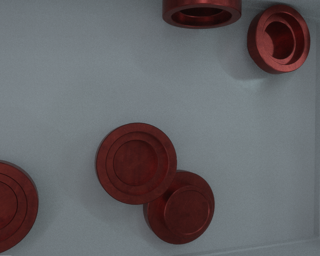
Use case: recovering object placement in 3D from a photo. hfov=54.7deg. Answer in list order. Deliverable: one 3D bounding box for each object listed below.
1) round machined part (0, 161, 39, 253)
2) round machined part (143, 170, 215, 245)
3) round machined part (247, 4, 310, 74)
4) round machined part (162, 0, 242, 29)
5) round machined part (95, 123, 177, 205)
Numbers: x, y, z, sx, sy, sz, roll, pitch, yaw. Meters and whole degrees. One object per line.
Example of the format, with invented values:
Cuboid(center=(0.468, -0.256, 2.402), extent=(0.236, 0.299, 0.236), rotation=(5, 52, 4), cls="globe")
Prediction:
Cuboid(center=(-0.184, 0.082, 0.334), extent=(0.099, 0.042, 0.097), rotation=(0, 90, -20), cls="round machined part")
Cuboid(center=(0.030, 0.107, 0.413), extent=(0.099, 0.042, 0.097), rotation=(0, 90, -20), cls="round machined part")
Cuboid(center=(0.171, -0.129, 0.464), extent=(0.099, 0.042, 0.097), rotation=(0, 90, -20), cls="round machined part")
Cuboid(center=(0.052, -0.160, 0.390), extent=(0.099, 0.098, 0.042), rotation=(0, 92, -20), cls="round machined part")
Cuboid(center=(-0.032, 0.043, 0.387), extent=(0.099, 0.042, 0.097), rotation=(1, 87, -17), cls="round machined part")
